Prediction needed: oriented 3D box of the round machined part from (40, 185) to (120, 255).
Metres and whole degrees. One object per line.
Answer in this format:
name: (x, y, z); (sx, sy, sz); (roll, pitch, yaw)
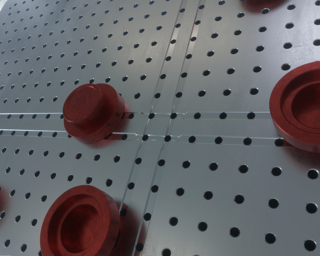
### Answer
round machined part: (-0.090, 0.121, 0.371); (0.098, 0.042, 0.098); (-13, 56, 21)

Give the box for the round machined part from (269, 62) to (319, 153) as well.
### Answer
round machined part: (0.168, -0.018, 0.321); (0.098, 0.042, 0.098); (-13, 56, 21)

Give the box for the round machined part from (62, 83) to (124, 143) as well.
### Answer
round machined part: (-0.108, -0.029, 0.473); (0.098, 0.042, 0.098); (-13, 56, 21)
